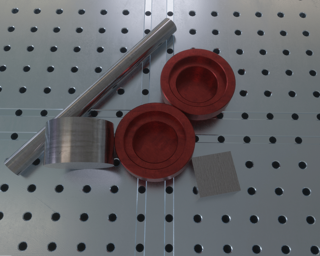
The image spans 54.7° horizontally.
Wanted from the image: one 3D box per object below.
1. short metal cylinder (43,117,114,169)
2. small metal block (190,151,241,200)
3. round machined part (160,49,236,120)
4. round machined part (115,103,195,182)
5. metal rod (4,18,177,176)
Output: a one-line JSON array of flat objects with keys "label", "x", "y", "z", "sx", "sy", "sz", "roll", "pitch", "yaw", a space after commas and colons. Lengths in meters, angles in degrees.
[{"label": "short metal cylinder", "x": -0.096, "y": 0.021, "z": 0.371, "sx": 0.081, "sy": 0.080, "sz": 0.050, "roll": -2, "pitch": 77, "yaw": -1}, {"label": "small metal block", "x": 0.068, "y": 0.060, "z": 0.390, "sx": 0.050, "sy": 0.025, "sz": 0.050, "roll": -9, "pitch": 70, "yaw": -4}, {"label": "round machined part", "x": 0.050, "y": -0.056, "z": 0.423, "sx": 0.099, "sy": 0.042, "sz": 0.098, "roll": 0, "pitch": 70, "yaw": 0}, {"label": "round machined part", "x": -0.006, "y": 0.020, "z": 0.394, "sx": 0.099, "sy": 0.042, "sz": 0.098, "roll": -1, "pitch": 69, "yaw": 2}, {"label": "metal rod", "x": -0.086, "y": -0.052, "z": 0.430, "sx": 0.025, "sy": 0.025, "sz": 0.301, "roll": 41, "pitch": 75, "yaw": 13}]
